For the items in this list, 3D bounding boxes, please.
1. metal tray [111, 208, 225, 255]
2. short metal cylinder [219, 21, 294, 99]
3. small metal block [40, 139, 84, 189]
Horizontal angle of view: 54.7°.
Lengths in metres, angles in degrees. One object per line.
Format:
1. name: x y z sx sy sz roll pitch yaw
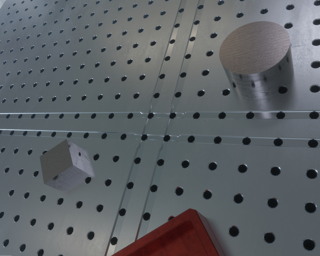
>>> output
1. metal tray: 0.003 0.153 0.309 0.130 0.030 0.090 -33 52 6
2. short metal cylinder: 0.119 -0.083 0.381 0.080 0.050 0.080 -13 56 21
3. small metal block: -0.144 0.052 0.451 0.050 0.025 0.050 -33 52 7
